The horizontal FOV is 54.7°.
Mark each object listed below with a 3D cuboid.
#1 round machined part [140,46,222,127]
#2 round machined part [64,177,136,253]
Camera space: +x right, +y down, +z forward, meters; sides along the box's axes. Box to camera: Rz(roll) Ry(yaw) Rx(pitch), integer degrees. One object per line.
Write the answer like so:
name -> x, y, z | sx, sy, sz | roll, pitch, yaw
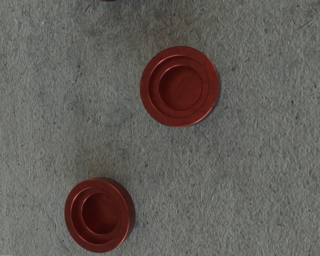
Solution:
round machined part -> 0.028, -0.049, 0.390 | 0.098, 0.042, 0.097 | 0, 90, 20
round machined part -> -0.078, 0.116, 0.427 | 0.098, 0.042, 0.097 | 0, 90, 20
